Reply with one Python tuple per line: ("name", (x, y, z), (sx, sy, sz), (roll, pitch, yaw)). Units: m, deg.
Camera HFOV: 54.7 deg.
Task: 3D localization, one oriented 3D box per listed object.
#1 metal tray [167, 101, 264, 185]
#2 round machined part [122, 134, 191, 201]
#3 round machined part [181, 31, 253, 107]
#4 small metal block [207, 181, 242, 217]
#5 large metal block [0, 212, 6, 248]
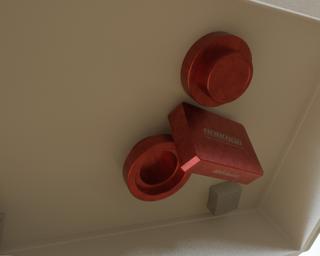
("metal tray", (0.077, 0.023, 0.421), (0.131, 0.090, 0.030), (17, 135, -35))
("round machined part", (-0.005, 0.050, 0.427), (0.099, 0.042, 0.097), (-14, 125, -21))
("round machined part", (0.080, -0.070, 0.400), (0.099, 0.042, 0.097), (-14, 125, -21))
("small metal block", (0.114, 0.124, 0.550), (0.050, 0.025, 0.050), (-11, 124, -23))
("large metal block", (-0.224, 0.134, 0.338), (0.081, 0.050, 0.079), (13, 112, -14))
